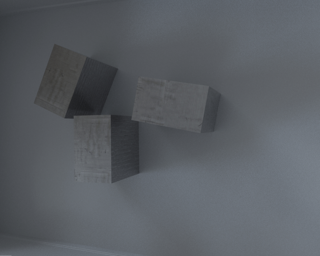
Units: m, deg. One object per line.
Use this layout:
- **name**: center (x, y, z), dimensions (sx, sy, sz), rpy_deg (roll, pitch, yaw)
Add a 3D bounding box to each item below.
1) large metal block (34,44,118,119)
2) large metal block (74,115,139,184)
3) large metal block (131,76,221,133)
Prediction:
- **large metal block**: center (-0.110, -0.058, 0.419), dimensions (0.050, 0.080, 0.080), rpy_deg (25, 98, 18)
- **large metal block**: center (-0.067, 0.024, 0.404), dimensions (0.050, 0.080, 0.079), rpy_deg (-1, 90, 20)
- **large metal block**: center (0.023, -0.026, 0.373), dimensions (0.080, 0.080, 0.050), rpy_deg (11, 94, 19)
